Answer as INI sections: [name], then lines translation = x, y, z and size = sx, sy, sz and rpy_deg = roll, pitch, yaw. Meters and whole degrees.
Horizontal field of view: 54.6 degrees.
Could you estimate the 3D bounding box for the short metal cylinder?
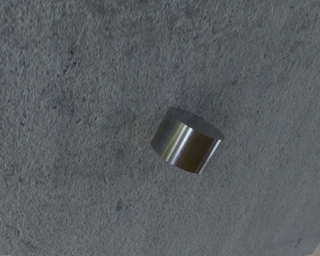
[short metal cylinder]
translation = 0.035, 0.014, 0.399
size = 0.080, 0.080, 0.050
rpy_deg = 16, 110, -35
